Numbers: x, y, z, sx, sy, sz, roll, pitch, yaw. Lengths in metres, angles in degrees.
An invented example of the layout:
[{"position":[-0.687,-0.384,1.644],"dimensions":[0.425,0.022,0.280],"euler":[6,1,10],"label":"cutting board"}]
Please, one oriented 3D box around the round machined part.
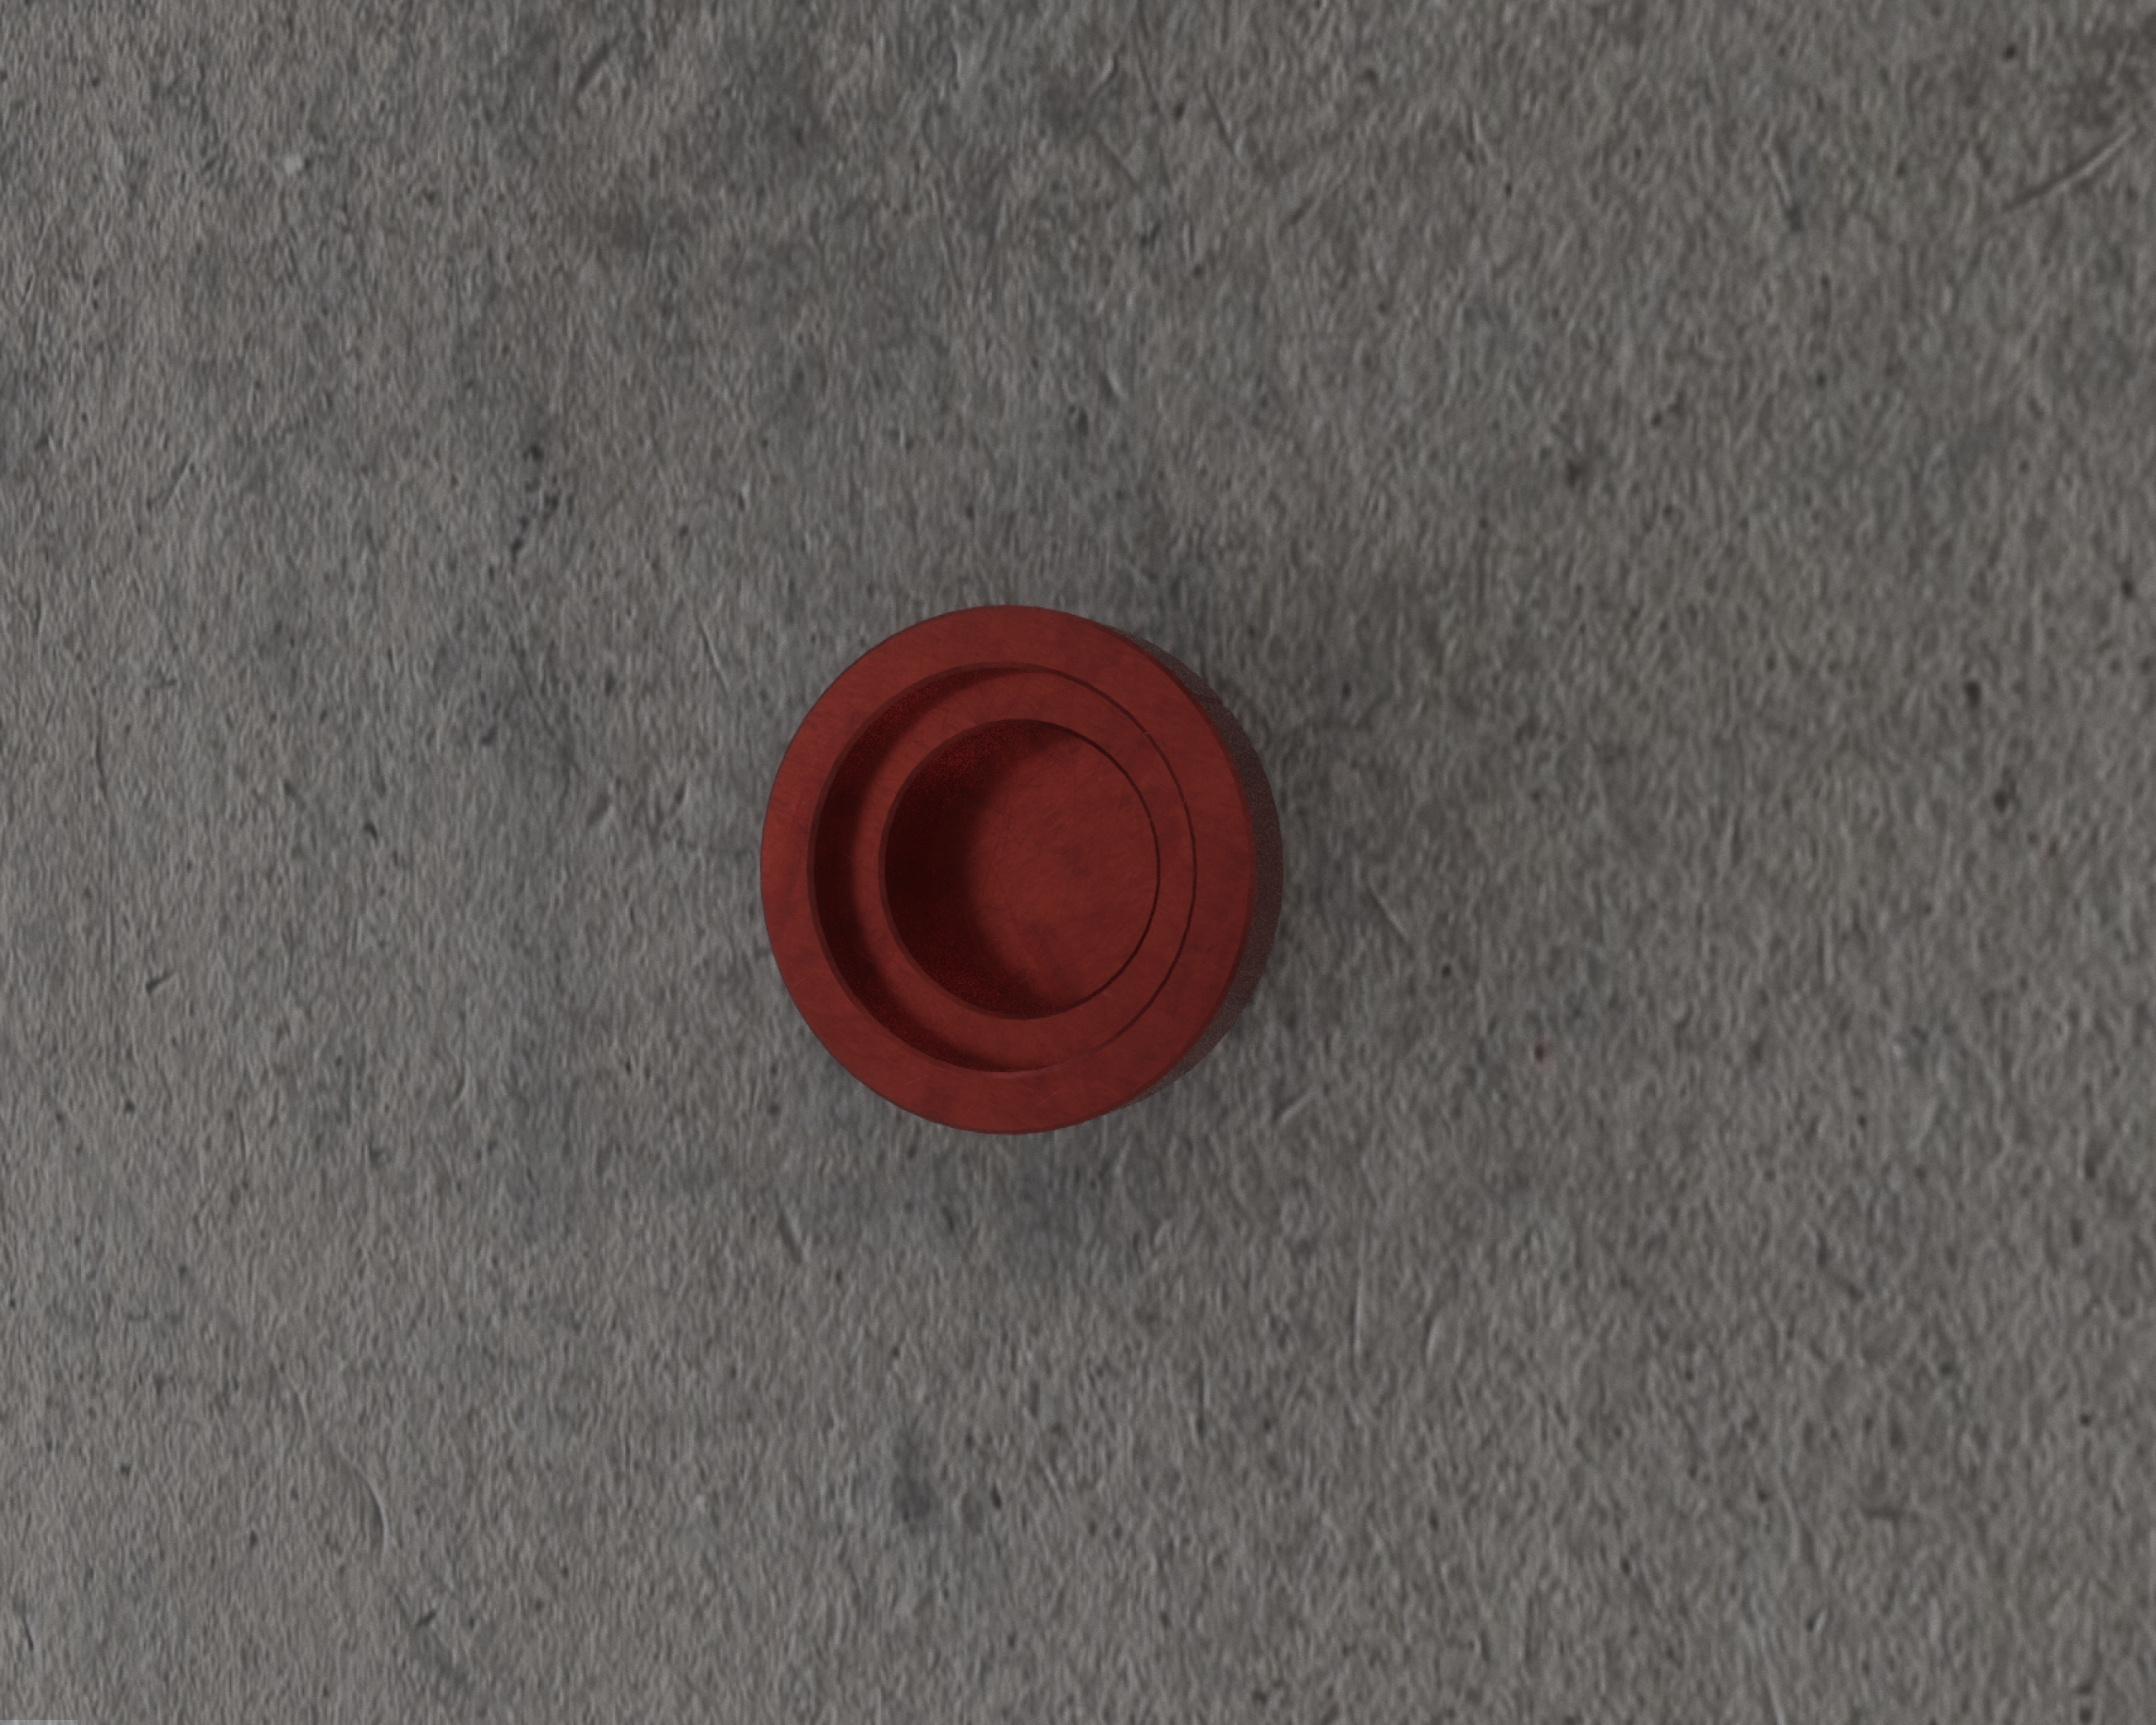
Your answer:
[{"position":[-0.008,0.001,0.403],"dimensions":[0.098,0.042,0.097],"euler":[0,90,20],"label":"round machined part"}]
